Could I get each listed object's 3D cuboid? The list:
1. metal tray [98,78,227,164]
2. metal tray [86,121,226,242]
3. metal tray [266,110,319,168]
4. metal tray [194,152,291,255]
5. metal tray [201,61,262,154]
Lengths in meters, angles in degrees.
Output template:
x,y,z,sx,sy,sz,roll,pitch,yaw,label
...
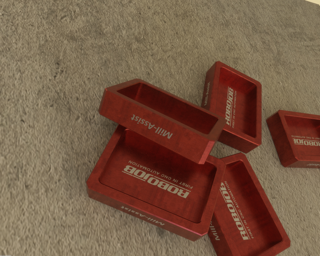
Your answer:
x,y,z,sx,sy,sz,roll,pitch,yaw,label
0.007,-0.014,0.364,0.130,0.030,0.090,26,24,12,metal tray
-0.002,0.055,0.341,0.131,0.030,0.090,22,57,2,metal tray
0.249,0.020,0.521,0.131,0.030,0.090,5,60,-26,metal tray
0.096,0.102,0.389,0.091,0.030,0.130,-11,67,-33,metal tray
0.112,-0.035,0.481,0.090,0.030,0.130,24,53,-14,metal tray
